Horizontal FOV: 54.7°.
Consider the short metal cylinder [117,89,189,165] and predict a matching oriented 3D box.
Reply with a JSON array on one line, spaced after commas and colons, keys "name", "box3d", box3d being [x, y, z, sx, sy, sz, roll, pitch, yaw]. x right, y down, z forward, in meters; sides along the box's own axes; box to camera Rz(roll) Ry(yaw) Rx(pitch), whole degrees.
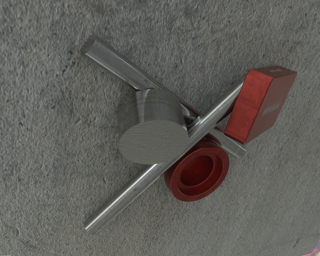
[{"name": "short metal cylinder", "box3d": [-0.010, 0.000, 0.370, 0.081, 0.050, 0.080, -6, 138, -5]}]

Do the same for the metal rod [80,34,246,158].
[{"name": "metal rod", "box3d": [0.027, -0.024, 0.410, 0.301, 0.025, 0.025, 31, 101, -38]}]

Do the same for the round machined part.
[{"name": "round machined part", "box3d": [0.050, 0.058, 0.461, 0.099, 0.042, 0.097, -14, 124, -21]}]

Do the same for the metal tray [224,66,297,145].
[{"name": "metal tray", "box3d": [0.141, -0.036, 0.423, 0.131, 0.030, 0.089, -19, 132, -53]}]

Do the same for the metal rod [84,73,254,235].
[{"name": "metal rod", "box3d": [0.008, 0.041, 0.416, 0.300, 0.025, 0.025, -43, 130, 10]}]
